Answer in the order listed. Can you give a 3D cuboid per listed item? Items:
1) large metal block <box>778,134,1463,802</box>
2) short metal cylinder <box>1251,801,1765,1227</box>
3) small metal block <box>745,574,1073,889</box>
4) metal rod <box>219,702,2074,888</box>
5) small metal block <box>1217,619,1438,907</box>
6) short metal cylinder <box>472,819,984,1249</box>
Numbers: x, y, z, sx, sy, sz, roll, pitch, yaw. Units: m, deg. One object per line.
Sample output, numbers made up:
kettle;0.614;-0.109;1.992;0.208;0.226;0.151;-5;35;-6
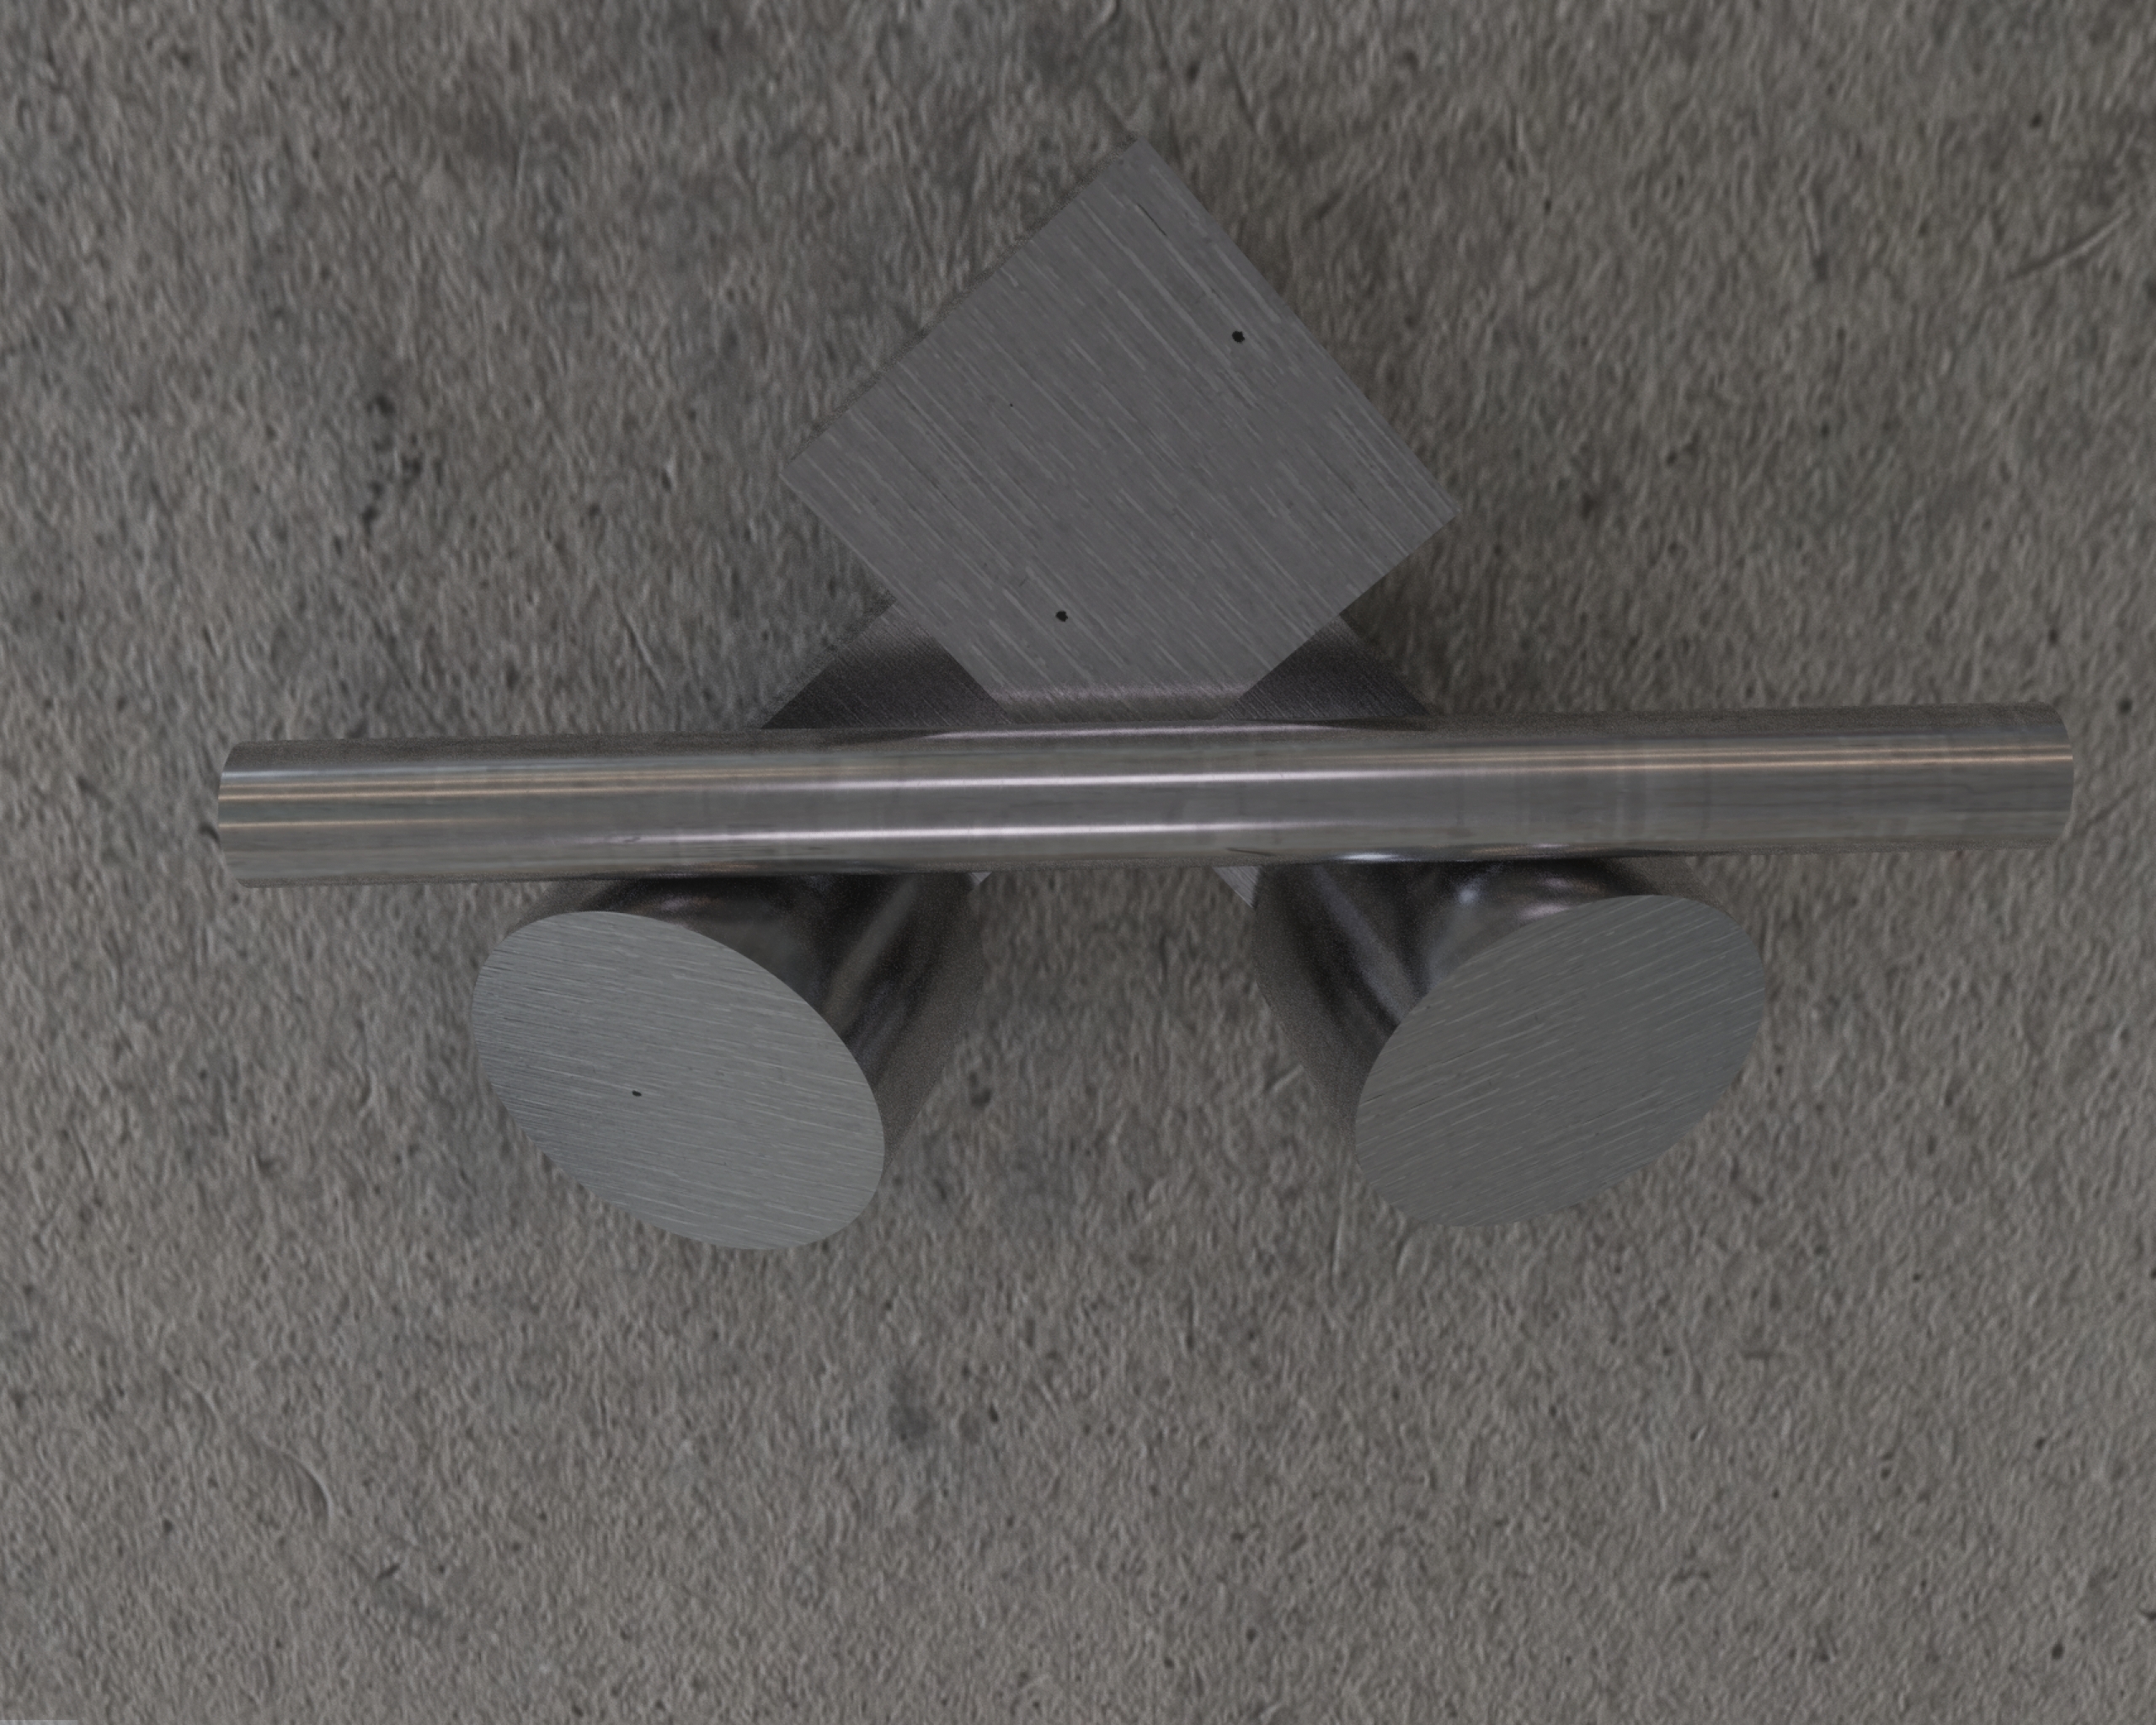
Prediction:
large metal block;0.007;-0.070;0.370;0.080;0.050;0.080;-40;106;13
short metal cylinder;0.079;0.022;0.392;0.081;0.050;0.079;-12;130;-14
small metal block;-0.030;-0.023;0.402;0.050;0.025;0.050;-42;105;12
metal rod;0.011;-0.011;0.352;0.302;0.025;0.025;-1;110;0
small metal block;0.042;-0.021;0.403;0.050;0.025;0.050;-41;105;13
short metal cylinder;-0.064;0.026;0.391;0.080;0.050;0.079;11;129;14
